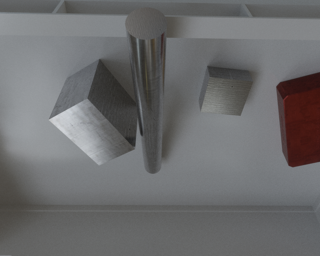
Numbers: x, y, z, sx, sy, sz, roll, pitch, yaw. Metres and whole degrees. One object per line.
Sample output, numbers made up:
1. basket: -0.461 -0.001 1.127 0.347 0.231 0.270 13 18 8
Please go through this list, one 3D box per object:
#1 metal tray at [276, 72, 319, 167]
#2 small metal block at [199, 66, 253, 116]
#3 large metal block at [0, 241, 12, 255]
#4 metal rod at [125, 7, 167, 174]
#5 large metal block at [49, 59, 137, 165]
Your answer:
1. metal tray: 0.206 -0.009 0.401 0.090 0.030 0.129 -14 129 11
2. small metal block: 0.077 -0.044 0.373 0.050 0.025 0.050 5 130 -5
3. large metal block: -0.350 0.262 0.613 0.081 0.050 0.079 18 128 -16
4. metal rod: -0.009 -0.003 0.322 0.025 0.025 0.299 0 157 0
5. large metal block: -0.070 -0.018 0.356 0.050 0.080 0.080 -25 126 19
